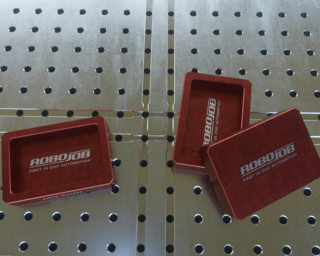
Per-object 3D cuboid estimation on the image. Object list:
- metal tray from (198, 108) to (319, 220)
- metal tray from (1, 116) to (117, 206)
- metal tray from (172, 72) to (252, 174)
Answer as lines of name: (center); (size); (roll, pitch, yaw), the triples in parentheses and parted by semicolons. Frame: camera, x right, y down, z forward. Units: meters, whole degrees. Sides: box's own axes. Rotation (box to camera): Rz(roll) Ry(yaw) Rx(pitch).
metal tray: (0.123, 0.040, 0.374); (0.131, 0.030, 0.090); (-23, 90, -14)
metal tray: (-0.127, 0.041, 0.393); (0.131, 0.030, 0.090); (-10, 70, -4)
metal tray: (0.069, -0.006, 0.411); (0.090, 0.030, 0.130); (8, 70, 3)
